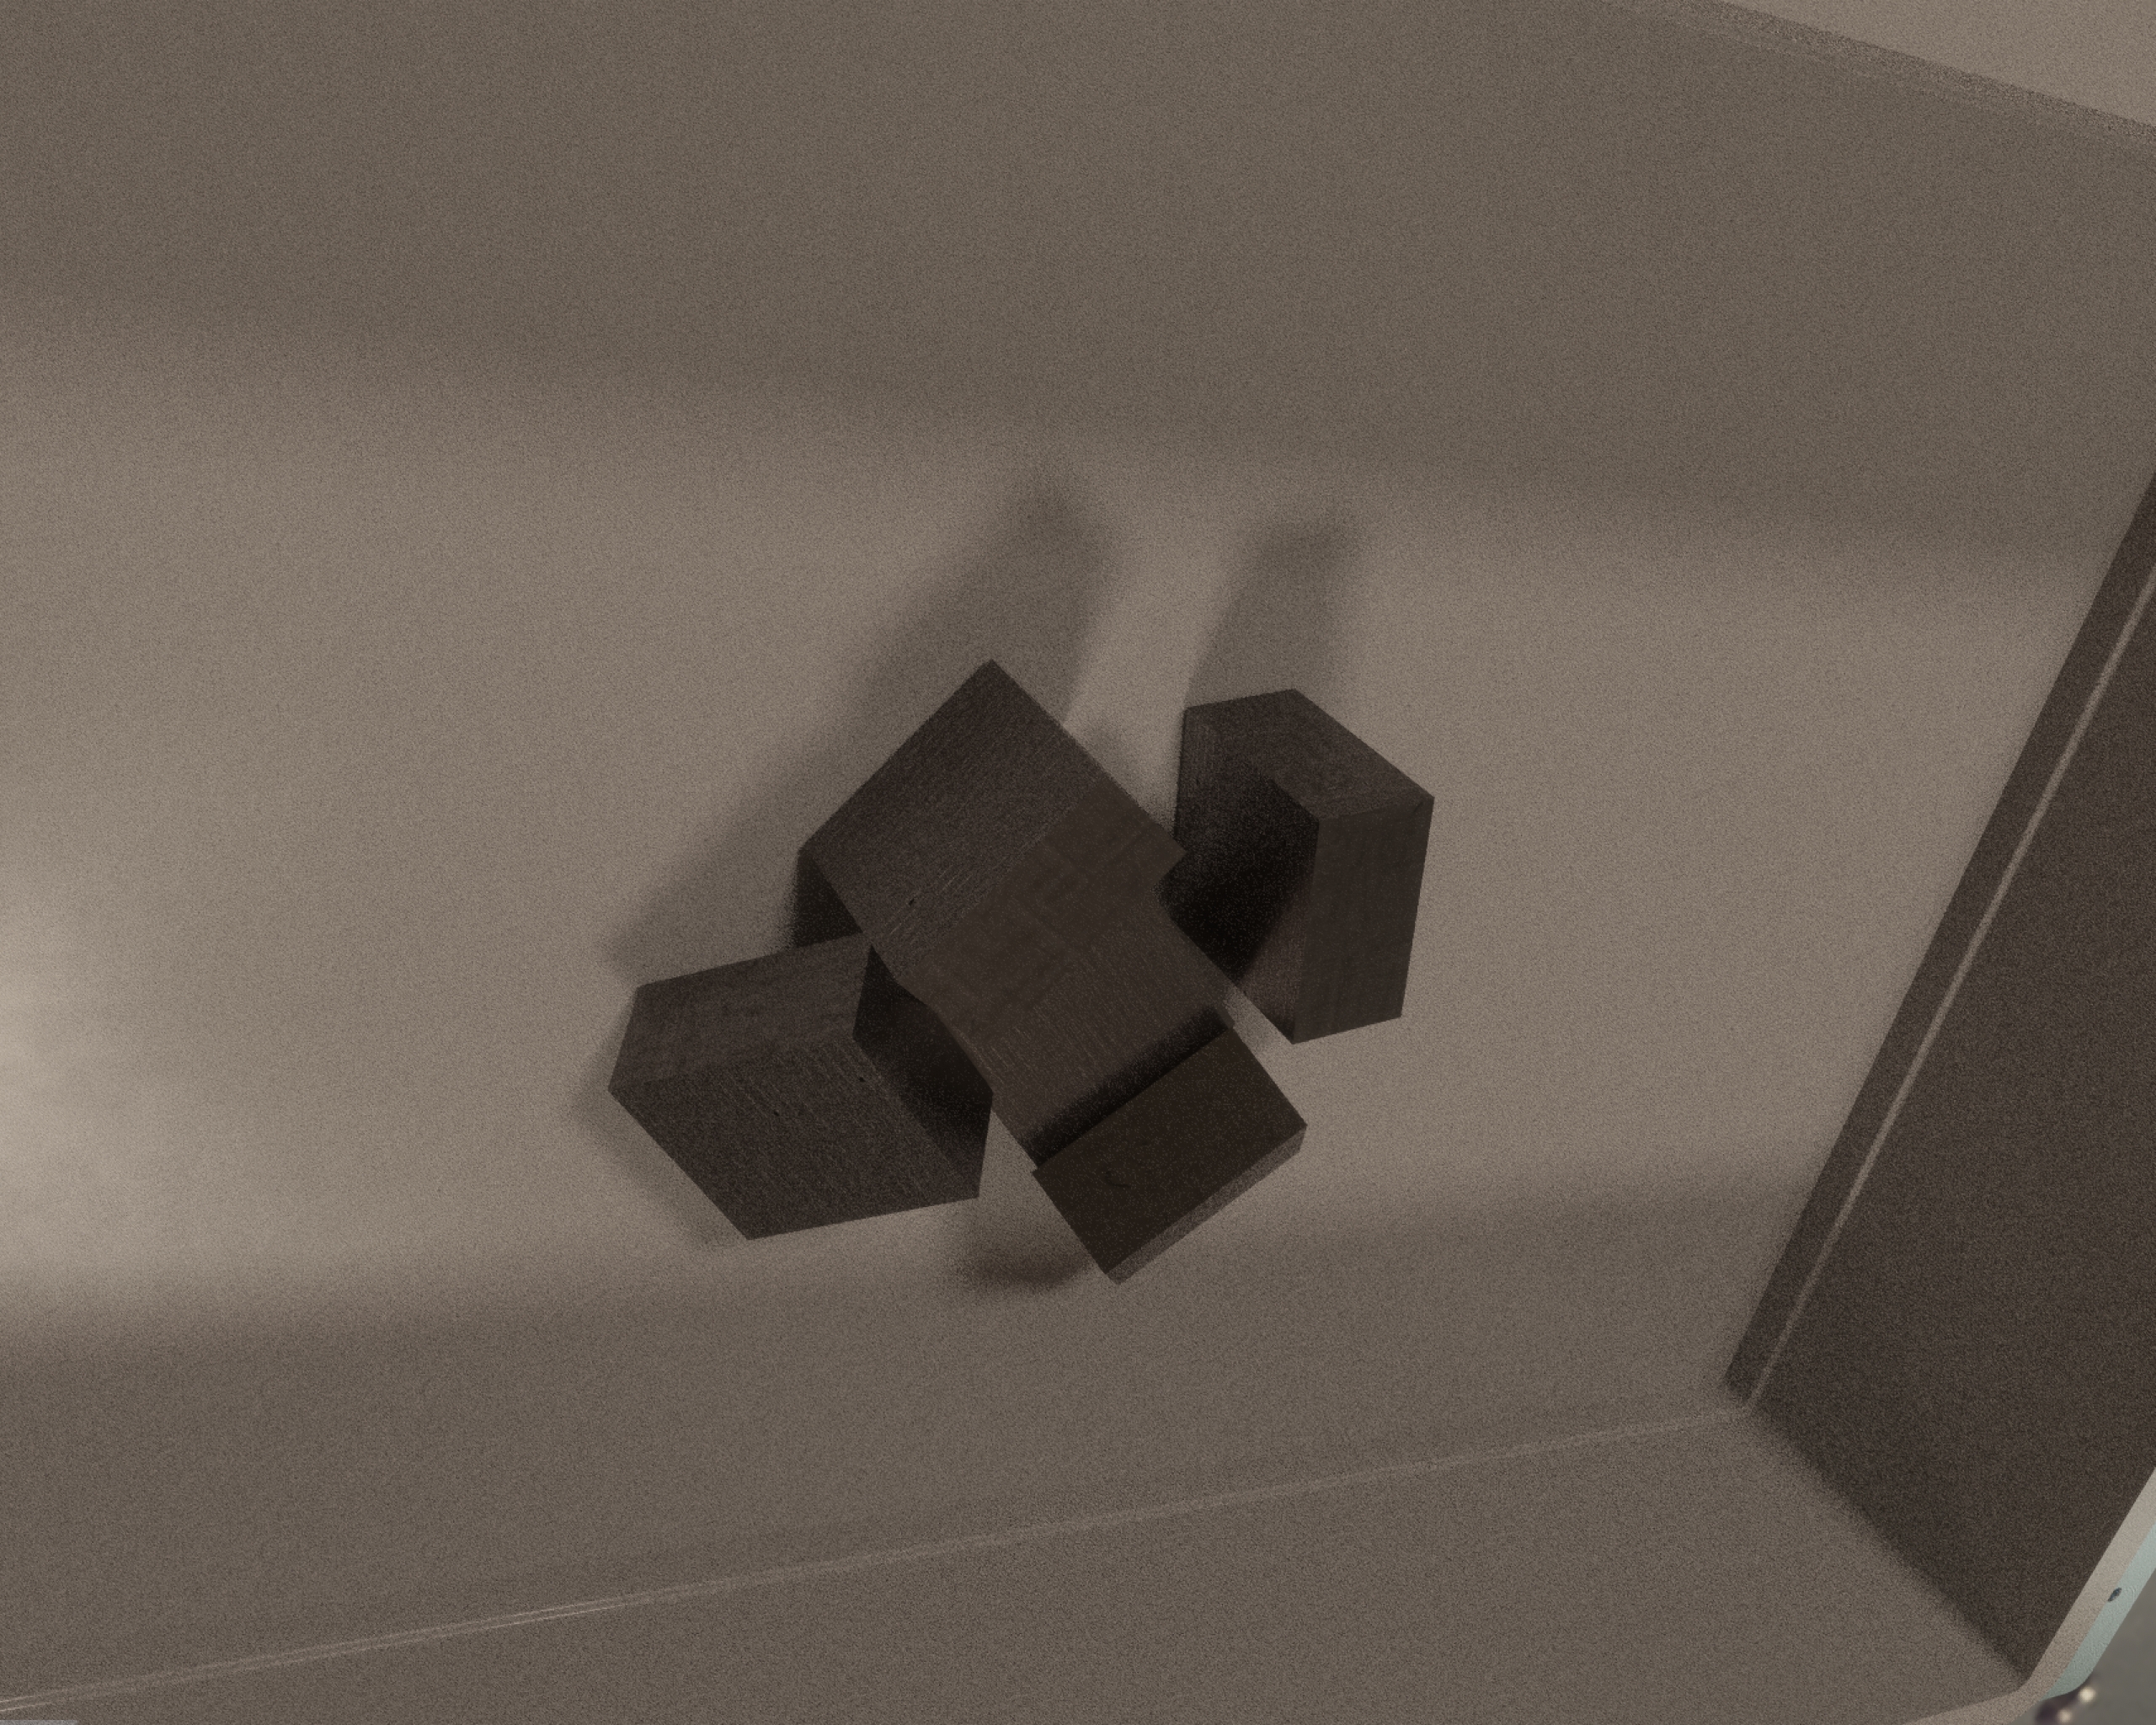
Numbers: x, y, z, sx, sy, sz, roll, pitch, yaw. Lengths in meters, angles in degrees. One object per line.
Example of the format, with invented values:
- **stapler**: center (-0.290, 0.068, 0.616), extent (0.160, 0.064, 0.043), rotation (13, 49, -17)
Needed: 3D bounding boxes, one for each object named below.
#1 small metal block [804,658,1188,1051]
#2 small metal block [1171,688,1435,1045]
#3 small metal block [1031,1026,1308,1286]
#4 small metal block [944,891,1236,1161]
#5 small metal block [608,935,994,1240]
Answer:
- **small metal block**: center (-0.016, -0.002, 0.381), extent (0.050, 0.050, 0.025), rotation (-45, 129, 3)
- **small metal block**: center (0.043, 0.000, 0.415), extent (0.025, 0.050, 0.050), rotation (-12, 123, -24)
- **small metal block**: center (0.020, 0.063, 0.442), extent (0.050, 0.025, 0.050), rotation (-36, 166, -5)
- **small metal block**: center (-0.004, 0.026, 0.421), extent (0.050, 0.025, 0.050), rotation (-36, 130, -4)
- **small metal block**: center (-0.051, 0.043, 0.392), extent (0.050, 0.025, 0.050), rotation (-14, 133, 20)
